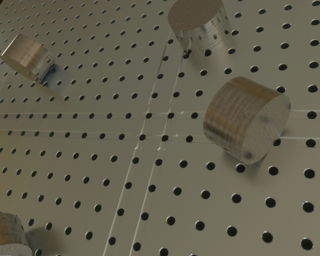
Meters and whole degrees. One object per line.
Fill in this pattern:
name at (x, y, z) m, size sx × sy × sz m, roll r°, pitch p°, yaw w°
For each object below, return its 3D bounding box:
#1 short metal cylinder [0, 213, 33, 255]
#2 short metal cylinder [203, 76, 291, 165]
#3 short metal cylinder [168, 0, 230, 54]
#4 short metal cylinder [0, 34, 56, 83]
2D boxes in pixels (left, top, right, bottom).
short metal cylinder at (-0.208, 0.153, 0.386) m, size 0.080 × 0.080 × 0.050 m, roll -43°, pitch 51°, yaw -2°
short metal cylinder at (0.092, -0.008, 0.329) m, size 0.080 × 0.080 × 0.050 m, roll -49°, pitch 52°, yaw -7°
short metal cylinder at (0.058, -0.156, 0.457) m, size 0.080 × 0.050 × 0.080 m, roll -13°, pitch 56°, yaw 20°
short metal cylinder at (-0.244, -0.128, 0.577) m, size 0.080 × 0.080 × 0.050 m, roll 18°, pitch 71°, yaw 34°
